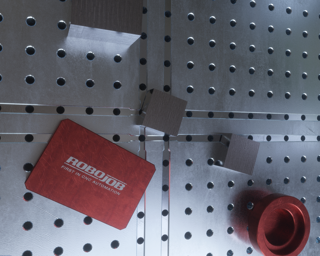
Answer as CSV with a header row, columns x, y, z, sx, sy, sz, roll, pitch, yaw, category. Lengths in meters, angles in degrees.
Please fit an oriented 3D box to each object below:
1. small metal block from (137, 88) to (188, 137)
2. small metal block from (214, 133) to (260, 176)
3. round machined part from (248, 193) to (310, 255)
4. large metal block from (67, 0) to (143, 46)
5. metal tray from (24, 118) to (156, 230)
x,y,z,sx,sy,sz,roll,pitch,yaw,category
0.003,-0.020,0.415,0.050,0.025,0.050,19,84,-20,small metal block
0.114,0.038,0.456,0.050,0.025,0.050,18,84,-20,small metal block
0.175,0.147,0.470,0.099,0.042,0.097,0,90,-21,round machined part
-0.066,-0.151,0.375,0.081,0.050,0.079,3,89,-20,large metal block
-0.082,0.057,0.380,0.131,0.030,0.090,31,80,-18,metal tray
